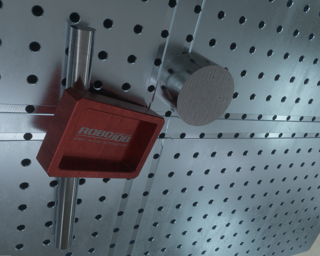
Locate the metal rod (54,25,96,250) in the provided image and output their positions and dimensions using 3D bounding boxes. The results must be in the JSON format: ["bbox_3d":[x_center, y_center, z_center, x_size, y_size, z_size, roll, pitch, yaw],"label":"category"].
[{"bbox_3d":[-0.106,0.031,0.373,0.025,0.025,0.298,-2,119,-28],"label":"metal rod"}]

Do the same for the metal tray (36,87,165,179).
[{"bbox_3d":[-0.062,0.012,0.358,0.131,0.030,0.089,13,108,-49],"label":"metal tray"}]

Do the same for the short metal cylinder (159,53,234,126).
[{"bbox_3d":[0.045,-0.049,0.391,0.081,0.050,0.079,-14,125,-21],"label":"short metal cylinder"}]
